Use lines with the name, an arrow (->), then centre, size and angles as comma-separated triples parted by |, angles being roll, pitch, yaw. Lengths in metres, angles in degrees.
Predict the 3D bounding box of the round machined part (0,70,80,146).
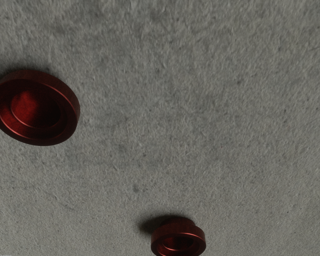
round machined part -> -0.145, -0.027, 0.371 | 0.099, 0.042, 0.097 | -1, 130, 0

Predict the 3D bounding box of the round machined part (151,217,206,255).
round machined part -> 0.033, 0.200, 0.567 | 0.099, 0.042, 0.097 | -1, 130, 0
